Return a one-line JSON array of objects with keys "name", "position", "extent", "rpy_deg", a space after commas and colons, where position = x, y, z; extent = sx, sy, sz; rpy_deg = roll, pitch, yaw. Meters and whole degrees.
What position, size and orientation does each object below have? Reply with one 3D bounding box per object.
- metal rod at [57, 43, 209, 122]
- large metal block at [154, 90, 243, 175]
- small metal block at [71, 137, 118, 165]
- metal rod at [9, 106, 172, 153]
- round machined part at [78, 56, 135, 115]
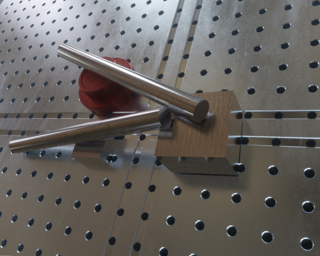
[{"name": "metal rod", "position": [-0.058, -0.073, 0.420], "extent": [0.300, 0.025, 0.025], "rpy_deg": [29, 77, 40]}, {"name": "large metal block", "position": [0.047, 0.006, 0.359], "extent": [0.080, 0.050, 0.080], "rpy_deg": [-2, 61, 27]}, {"name": "small metal block", "position": [-0.092, 0.024, 0.440], "extent": [0.050, 0.025, 0.050], "rpy_deg": [0, 62, 27]}, {"name": "metal rod", "position": [-0.116, 0.009, 0.426], "extent": [0.300, 0.025, 0.025], "rpy_deg": [-10, 57, 35]}, {"name": "round machined part", "position": [-0.087, -0.073, 0.485], "extent": [0.098, 0.042, 0.098], "rpy_deg": [-13, 56, 20]}]
